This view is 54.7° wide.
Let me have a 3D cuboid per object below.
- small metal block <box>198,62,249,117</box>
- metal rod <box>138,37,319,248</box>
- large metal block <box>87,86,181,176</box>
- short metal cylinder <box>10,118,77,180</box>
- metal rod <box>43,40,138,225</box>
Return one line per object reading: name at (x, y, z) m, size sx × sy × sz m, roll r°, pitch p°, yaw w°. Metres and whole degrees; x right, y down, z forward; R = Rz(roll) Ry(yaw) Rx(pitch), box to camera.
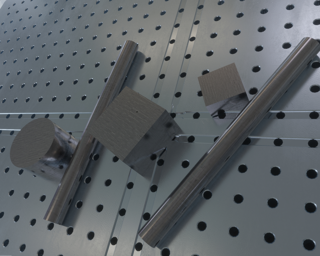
small metal block at (0.081, -0.049, 0.396) m, size 0.050 × 0.025 × 0.050 m, roll -20°, pitch 54°, yaw 16°
metal rod at (0.084, 0.011, 0.357) m, size 0.300 × 0.025 × 0.025 m, roll -49°, pitch 51°, yaw -6°
large metal block at (-0.034, 0.003, 0.409) m, size 0.080 × 0.050 × 0.080 m, roll 33°, pitch 80°, yaw 38°
short metal cylinder at (-0.173, 0.031, 0.464) m, size 0.080 × 0.050 × 0.080 m, roll -13°, pitch 57°, yaw 20°
metal rod at (-0.094, -0.007, 0.462) m, size 0.025 × 0.025 × 0.300 m, roll 6°, pitch 64°, yaw 31°
